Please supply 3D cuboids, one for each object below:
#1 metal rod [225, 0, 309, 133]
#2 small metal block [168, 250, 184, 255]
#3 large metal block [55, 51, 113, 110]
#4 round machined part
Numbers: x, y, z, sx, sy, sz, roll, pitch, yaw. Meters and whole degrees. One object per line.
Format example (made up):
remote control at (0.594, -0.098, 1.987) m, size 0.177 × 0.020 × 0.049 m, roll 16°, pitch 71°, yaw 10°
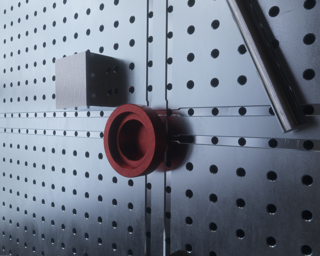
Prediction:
metal rod at (0.086, -0.137, 0.338) m, size 0.025 × 0.025 × 0.299 m, roll -29°, pitch 72°, yaw 36°
small metal block at (0.020, 0.194, 0.393) m, size 0.050 × 0.025 × 0.050 m, roll 46°, pitch 117°, yaw 30°
large metal block at (-0.122, -0.071, 0.494) m, size 0.080 × 0.050 × 0.080 m, roll -2°, pitch 89°, yaw 40°
round machined part at (-0.029, 0.016, 0.422) m, size 0.098 × 0.042 × 0.097 m, roll 0°, pitch 90°, yaw 40°
